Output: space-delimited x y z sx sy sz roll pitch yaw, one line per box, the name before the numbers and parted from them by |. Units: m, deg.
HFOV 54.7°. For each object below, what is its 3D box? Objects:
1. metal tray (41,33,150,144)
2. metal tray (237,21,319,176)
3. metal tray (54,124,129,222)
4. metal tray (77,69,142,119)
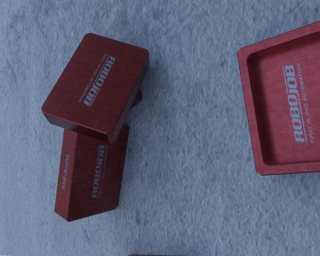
metal tray | -0.077 -0.054 0.394 0.090 0.030 0.130 18 65 6
metal tray | 0.130 -0.024 0.293 0.090 0.030 0.129 -12 82 39
metal tray | -0.094 0.057 0.437 0.030 0.091 0.129 15 100 39
metal tray | -0.093 -0.050 0.475 0.130 0.030 0.090 -34 69 34
